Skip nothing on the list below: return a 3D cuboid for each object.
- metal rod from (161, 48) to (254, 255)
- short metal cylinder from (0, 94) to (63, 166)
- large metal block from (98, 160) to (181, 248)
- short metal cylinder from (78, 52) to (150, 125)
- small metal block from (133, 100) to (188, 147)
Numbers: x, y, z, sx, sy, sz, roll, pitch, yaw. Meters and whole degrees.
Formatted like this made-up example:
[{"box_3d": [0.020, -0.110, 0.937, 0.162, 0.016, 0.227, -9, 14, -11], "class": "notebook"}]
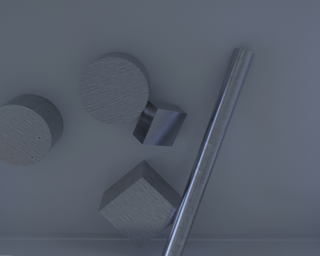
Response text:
[{"box_3d": [0.056, 0.047, 0.394, 0.025, 0.025, 0.298, 18, 96, -7], "class": "metal rod"}, {"box_3d": [-0.171, 0.001, 0.396, 0.081, 0.050, 0.079, 0, 110, -1], "class": "short metal cylinder"}, {"box_3d": [-0.026, 0.106, 0.437, 0.080, 0.050, 0.080, -40, 106, 13], "class": "large metal block"}, {"box_3d": [-0.053, -0.050, 0.379, 0.081, 0.050, 0.079, 0, 110, 0], "class": "short metal cylinder"}, {"box_3d": [0.000, -0.005, 0.397, 0.050, 0.025, 0.050, 7, 115, -41], "class": "small metal block"}]
